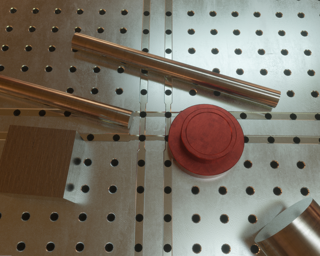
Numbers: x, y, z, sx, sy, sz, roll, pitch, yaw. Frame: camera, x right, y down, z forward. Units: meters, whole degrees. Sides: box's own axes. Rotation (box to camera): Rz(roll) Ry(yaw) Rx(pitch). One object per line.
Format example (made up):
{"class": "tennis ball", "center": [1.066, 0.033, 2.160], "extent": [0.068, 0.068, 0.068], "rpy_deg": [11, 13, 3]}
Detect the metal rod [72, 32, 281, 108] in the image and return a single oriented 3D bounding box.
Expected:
{"class": "metal rod", "center": [0.019, -0.084, 0.442], "extent": [0.301, 0.025, 0.025], "rpy_deg": [17, 71, 6]}

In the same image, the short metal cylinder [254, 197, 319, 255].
{"class": "short metal cylinder", "center": [0.153, 0.121, 0.340], "extent": [0.080, 0.080, 0.050], "rpy_deg": [-35, 74, -12]}

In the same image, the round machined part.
{"class": "round machined part", "center": [0.060, 0.013, 0.399], "extent": [0.099, 0.042, 0.098], "rpy_deg": [0, 70, -1]}

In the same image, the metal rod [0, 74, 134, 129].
{"class": "metal rod", "center": [-0.184, -0.051, 0.428], "extent": [0.301, 0.025, 0.025], "rpy_deg": [16, 71, 5]}

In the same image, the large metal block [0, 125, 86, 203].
{"class": "large metal block", "center": [-0.144, 0.045, 0.380], "extent": [0.080, 0.050, 0.080], "rpy_deg": [5, 70, 1]}
